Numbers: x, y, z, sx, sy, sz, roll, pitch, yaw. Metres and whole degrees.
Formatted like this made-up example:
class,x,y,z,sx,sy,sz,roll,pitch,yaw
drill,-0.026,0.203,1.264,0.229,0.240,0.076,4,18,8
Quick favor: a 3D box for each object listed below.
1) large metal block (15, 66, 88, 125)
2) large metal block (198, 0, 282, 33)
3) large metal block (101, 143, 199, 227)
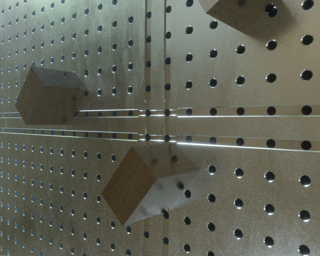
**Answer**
class,x,y,z,sx,sy,sz,roll,pitch,yaw
large metal block,-0.182,-0.051,0.521,0.050,0.081,0.080,50,119,28
large metal block,0.068,-0.153,0.316,0.050,0.081,0.080,-39,67,33
large metal block,-0.012,0.066,0.381,0.050,0.081,0.080,48,118,29
